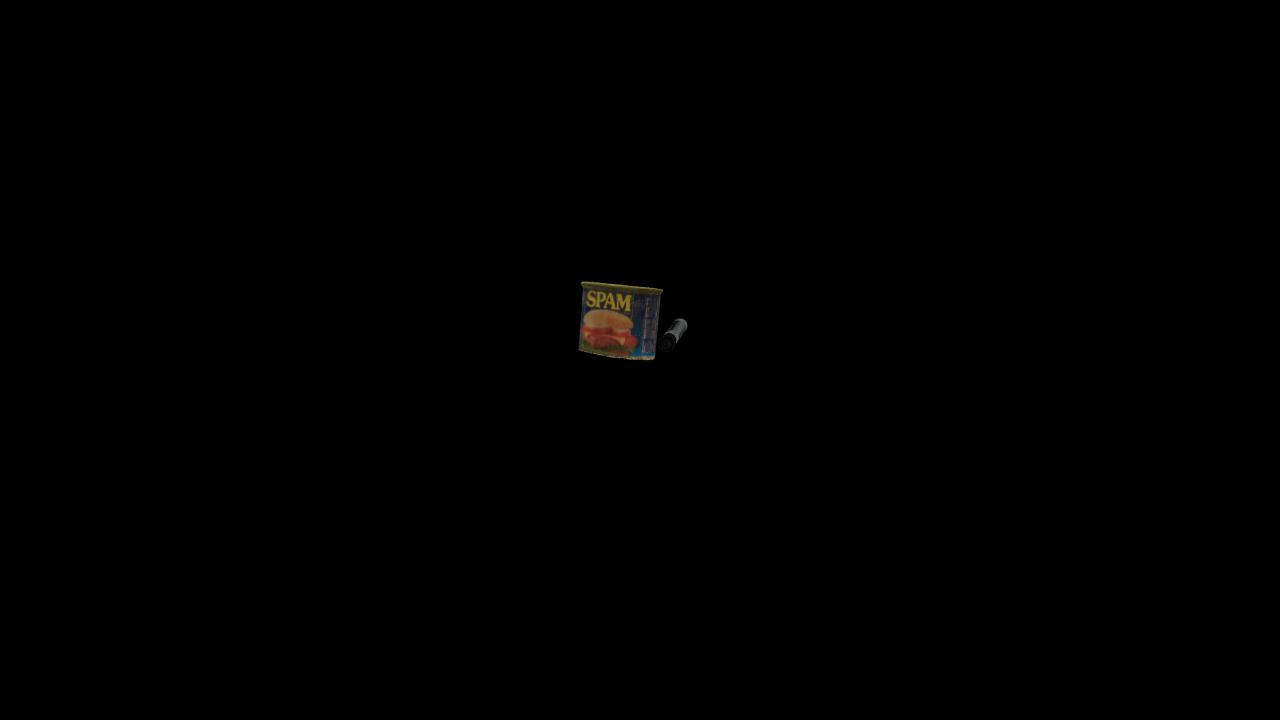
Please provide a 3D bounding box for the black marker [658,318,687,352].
[{"bbox_3d":[0.039,-0.030,0.715,0.020,0.020,0.121,0,13,11],"label":"black marker"}]

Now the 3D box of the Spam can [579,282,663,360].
[{"bbox_3d":[-0.025,-0.048,0.741,0.101,0.085,0.058,11,10,37],"label":"Spam can"}]
